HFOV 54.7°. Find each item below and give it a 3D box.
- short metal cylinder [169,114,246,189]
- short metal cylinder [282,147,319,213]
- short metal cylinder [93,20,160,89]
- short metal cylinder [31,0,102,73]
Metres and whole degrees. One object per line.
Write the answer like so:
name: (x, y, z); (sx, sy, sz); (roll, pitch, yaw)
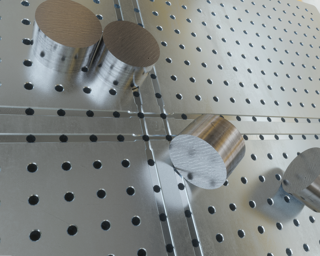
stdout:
short metal cylinder: (0.059, 0.029, 0.388); (0.080, 0.080, 0.050); (47, 51, 4)
short metal cylinder: (0.228, 0.075, 0.453); (0.050, 0.080, 0.080); (36, 51, -5)
short metal cylinder: (-0.047, -0.101, 0.430); (0.081, 0.050, 0.080); (14, 56, -21)
short metal cylinder: (-0.121, -0.118, 0.400); (0.081, 0.050, 0.080); (14, 56, -21)
